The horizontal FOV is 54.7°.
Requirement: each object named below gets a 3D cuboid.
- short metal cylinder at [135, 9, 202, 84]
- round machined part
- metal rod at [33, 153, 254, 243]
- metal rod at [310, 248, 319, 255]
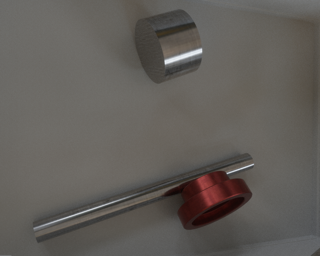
[{"bbox_3d":[0.009,-0.101,0.385,0.050,0.080,0.080,-22,98,-19],"label":"short metal cylinder"},{"bbox_3d":[0.067,0.092,0.409,0.099,0.097,0.042,-15,58,-20],"label":"round machined part"},{"bbox_3d":[-0.006,0.085,0.409,0.302,0.025,0.025,-15,95,-20],"label":"metal rod"},{"bbox_3d":[0.127,0.188,0.334,0.302,0.025,0.025,-29,100,-18],"label":"metal rod"}]
